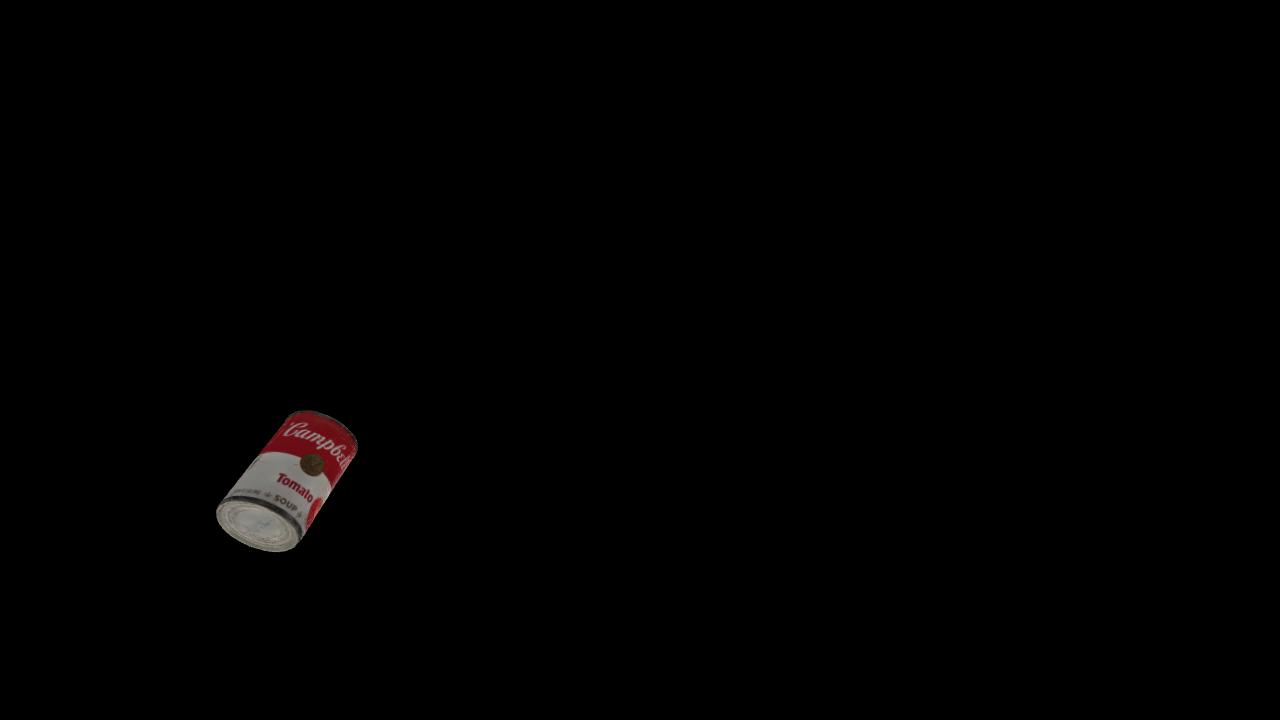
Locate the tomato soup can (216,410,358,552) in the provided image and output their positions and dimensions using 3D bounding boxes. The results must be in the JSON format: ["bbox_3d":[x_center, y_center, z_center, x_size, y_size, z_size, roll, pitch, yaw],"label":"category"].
[{"bbox_3d":[-0.297,0.101,0.523,0.068,0.068,0.101,0,38,9],"label":"tomato soup can"}]
